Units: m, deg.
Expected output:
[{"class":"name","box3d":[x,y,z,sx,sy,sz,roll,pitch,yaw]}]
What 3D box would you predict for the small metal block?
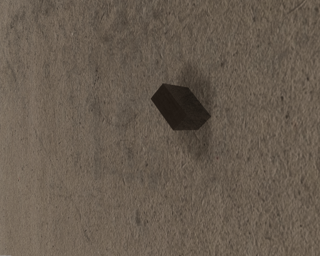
[{"class":"small metal block","box3d":[0.025,-0.024,0.366,0.025,0.050,0.050,-49,61,29]}]
